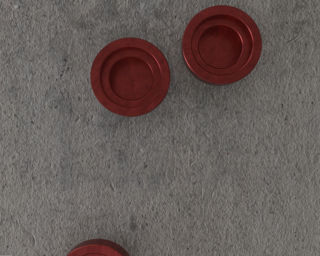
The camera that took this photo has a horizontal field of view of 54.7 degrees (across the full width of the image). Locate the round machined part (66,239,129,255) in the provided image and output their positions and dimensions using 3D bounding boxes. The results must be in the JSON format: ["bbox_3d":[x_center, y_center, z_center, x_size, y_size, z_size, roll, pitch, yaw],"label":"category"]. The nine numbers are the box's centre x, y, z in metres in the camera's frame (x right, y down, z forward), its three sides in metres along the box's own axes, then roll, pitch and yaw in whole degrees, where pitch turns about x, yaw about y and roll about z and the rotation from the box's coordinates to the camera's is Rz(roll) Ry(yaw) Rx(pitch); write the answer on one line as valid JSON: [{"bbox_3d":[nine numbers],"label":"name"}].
[{"bbox_3d":[-0.080,0.192,0.401,0.099,0.042,0.097,0,90,0],"label":"round machined part"}]

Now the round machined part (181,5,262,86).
[{"bbox_3d":[0.077,-0.103,0.402,0.099,0.042,0.097,0,90,0],"label":"round machined part"}]

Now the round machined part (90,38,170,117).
[{"bbox_3d":[-0.037,-0.063,0.401,0.099,0.042,0.097,0,90,0],"label":"round machined part"}]
